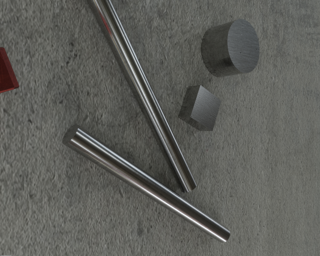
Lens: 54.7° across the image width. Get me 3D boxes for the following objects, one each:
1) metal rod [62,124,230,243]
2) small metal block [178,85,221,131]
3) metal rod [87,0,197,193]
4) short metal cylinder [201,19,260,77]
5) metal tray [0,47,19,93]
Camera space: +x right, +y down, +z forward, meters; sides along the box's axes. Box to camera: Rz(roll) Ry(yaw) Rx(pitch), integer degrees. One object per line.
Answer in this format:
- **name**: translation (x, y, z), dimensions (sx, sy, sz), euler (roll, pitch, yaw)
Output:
- **metal rod**: translation (0.003, 0.087, 0.406), dimensions (0.301, 0.025, 0.025), euler (40, 66, -33)
- **small metal block**: translation (0.059, -0.028, 0.454), dimensions (0.050, 0.025, 0.050), euler (30, 72, -36)
- **metal rod**: translation (-0.020, -0.043, 0.387), dimensions (0.025, 0.025, 0.299), euler (-39, 114, -33)
- **short metal cylinder**: translation (0.110, -0.122, 0.480), dimensions (0.081, 0.050, 0.079), euler (0, 90, -40)
- **metal tray**: translation (-0.178, -0.021, 0.212), dimensions (0.131, 0.090, 0.030), euler (-26, 107, -37)
